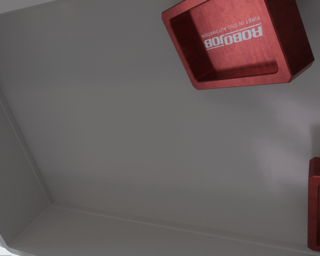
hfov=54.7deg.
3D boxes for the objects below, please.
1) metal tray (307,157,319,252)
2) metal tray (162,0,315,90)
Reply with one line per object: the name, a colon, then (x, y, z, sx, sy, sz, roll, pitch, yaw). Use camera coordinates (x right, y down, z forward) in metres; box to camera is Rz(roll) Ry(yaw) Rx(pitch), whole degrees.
metal tray: (0.212, 0.092, 0.338, 0.090, 0.030, 0.129, 2, 128, 27)
metal tray: (0.061, -0.083, 0.281, 0.130, 0.030, 0.090, 7, 128, 61)
